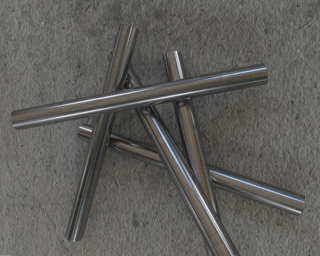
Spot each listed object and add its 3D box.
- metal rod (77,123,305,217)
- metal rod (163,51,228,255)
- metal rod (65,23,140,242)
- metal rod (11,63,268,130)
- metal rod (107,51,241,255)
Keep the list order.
[{"bbox_3d":[0.025,0.047,0.400,0.301,0.025,0.025,17,96,19],"label":"metal rod"},{"bbox_3d":[0.045,0.047,0.366,0.025,0.025,0.299,-17,75,19],"label":"metal rod"},{"bbox_3d":[-0.080,0.016,0.408,0.025,0.025,0.298,22,104,18],"label":"metal rod"},{"bbox_3d":[-0.027,-0.036,0.368,0.302,0.025,0.025,-10,87,4],"label":"metal rod"},{"bbox_3d":[0.005,0.018,0.368,0.025,0.025,0.299,-37,64,16],"label":"metal rod"}]
